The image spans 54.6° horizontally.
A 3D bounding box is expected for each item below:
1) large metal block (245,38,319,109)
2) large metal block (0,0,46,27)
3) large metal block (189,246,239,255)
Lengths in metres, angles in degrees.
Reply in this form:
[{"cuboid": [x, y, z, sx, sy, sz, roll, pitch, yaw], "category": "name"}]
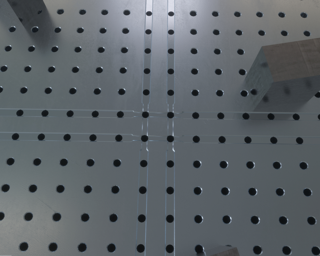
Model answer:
[{"cuboid": [0.168, -0.069, 0.409, 0.080, 0.080, 0.050, -9, 70, -3], "category": "large metal block"}, {"cuboid": [-0.230, -0.210, 0.458, 0.080, 0.080, 0.050, 32, 73, 11], "category": "large metal block"}, {"cuboid": [0.042, 0.161, 0.324, 0.080, 0.080, 0.050, -15, 71, -6], "category": "large metal block"}]
